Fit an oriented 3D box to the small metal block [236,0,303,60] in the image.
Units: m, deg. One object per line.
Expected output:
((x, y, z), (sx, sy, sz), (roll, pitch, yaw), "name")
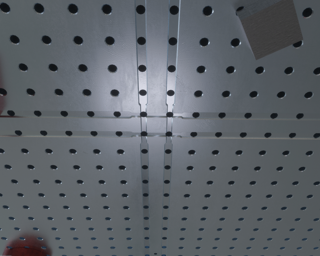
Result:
((0.114, -0.107, 0.322), (0.050, 0.025, 0.050), (-23, 127, 18), "small metal block")

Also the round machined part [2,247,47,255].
((-0.286, 0.294, 0.648), (0.099, 0.042, 0.097), (0, 130, 0), "round machined part")
